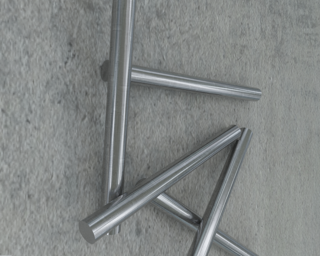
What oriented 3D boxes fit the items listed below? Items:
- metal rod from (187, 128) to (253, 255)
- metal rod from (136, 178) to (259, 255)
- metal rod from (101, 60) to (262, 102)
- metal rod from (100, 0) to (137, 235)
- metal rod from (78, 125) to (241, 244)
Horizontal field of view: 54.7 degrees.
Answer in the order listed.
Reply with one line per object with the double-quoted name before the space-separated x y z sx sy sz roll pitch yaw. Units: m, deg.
"metal rod" 0.082 0.114 0.448 0.025 0.025 0.301 52 51 -28
"metal rod" 0.073 0.155 0.468 0.301 0.025 0.025 40 65 -33
"metal rod" 0.054 -0.062 0.451 0.302 0.025 0.025 2 89 -40
"metal rod" -0.046 -0.029 0.340 0.025 0.025 0.298 -1 99 -40
"metal rod" 0.026 0.053 0.404 0.302 0.025 0.025 -26 107 -45
